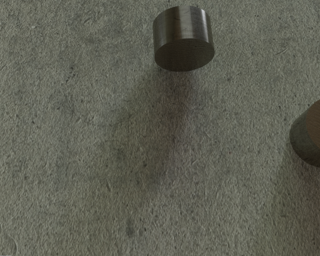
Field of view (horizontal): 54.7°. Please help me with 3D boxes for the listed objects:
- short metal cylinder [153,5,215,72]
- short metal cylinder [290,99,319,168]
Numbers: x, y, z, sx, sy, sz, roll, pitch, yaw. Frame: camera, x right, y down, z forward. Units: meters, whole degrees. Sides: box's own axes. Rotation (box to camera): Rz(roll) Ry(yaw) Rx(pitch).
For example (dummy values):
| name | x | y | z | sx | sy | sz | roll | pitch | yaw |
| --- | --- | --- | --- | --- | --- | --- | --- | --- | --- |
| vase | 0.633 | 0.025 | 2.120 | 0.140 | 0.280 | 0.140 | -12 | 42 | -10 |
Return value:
| name | x | y | z | sx | sy | sz | roll | pitch | yaw |
| --- | --- | --- | --- | --- | --- | --- | --- | --- | --- |
| short metal cylinder | 0.031 | -0.119 | 0.423 | 0.081 | 0.080 | 0.050 | -3 | 70 | -1 |
| short metal cylinder | 0.216 | 0.007 | 0.394 | 0.081 | 0.050 | 0.080 | 0 | 70 | 0 |
